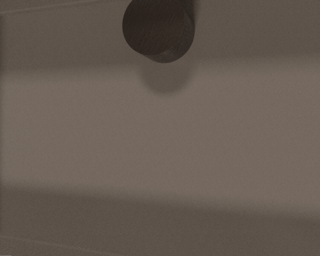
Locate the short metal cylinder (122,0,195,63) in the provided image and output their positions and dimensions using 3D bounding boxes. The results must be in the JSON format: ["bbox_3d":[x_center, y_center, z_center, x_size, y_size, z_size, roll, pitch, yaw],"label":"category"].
[{"bbox_3d":[-0.001,-0.128,0.397,0.080,0.050,0.079,0,90,19],"label":"short metal cylinder"}]
